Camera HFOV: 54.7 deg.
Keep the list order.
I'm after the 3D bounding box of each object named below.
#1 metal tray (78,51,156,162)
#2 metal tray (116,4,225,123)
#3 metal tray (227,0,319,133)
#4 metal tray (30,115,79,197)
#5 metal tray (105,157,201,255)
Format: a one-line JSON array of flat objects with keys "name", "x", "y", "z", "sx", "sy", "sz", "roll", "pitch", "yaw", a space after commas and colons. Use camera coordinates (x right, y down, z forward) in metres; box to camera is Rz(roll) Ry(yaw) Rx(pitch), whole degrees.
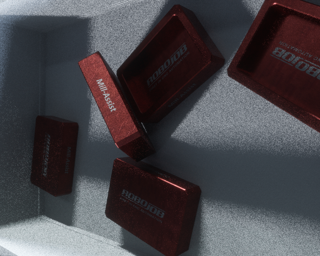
[{"name": "metal tray", "x": -0.055, "y": -0.026, "z": 0.406, "sx": 0.030, "sy": 0.090, "sz": 0.130, "roll": -29, "pitch": 69, "yaw": 1}, {"name": "metal tray", "x": 0.007, "y": -0.077, "z": 0.395, "sx": 0.129, "sy": 0.030, "sz": 0.090, "roll": -41, "pitch": 66, "yaw": 32}, {"name": "metal tray", "x": 0.133, "y": -0.059, "z": 0.280, "sx": 0.130, "sy": 0.030, "sz": 0.089, "roll": 45, "pitch": 117, "yaw": 40}, {"name": "metal tray", "x": -0.192, "y": 0.047, "z": 0.559, "sx": 0.090, "sy": 0.030, "sz": 0.129, "roll": 13, "pitch": 98, "yaw": 39}, {"name": "metal tray", "x": -0.015, "y": 0.100, "z": 0.414, "sx": 0.130, "sy": 0.030, "sz": 0.089, "roll": 18, "pitch": 101, "yaw": 38}]
